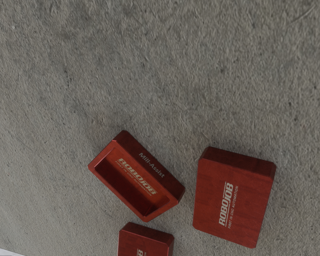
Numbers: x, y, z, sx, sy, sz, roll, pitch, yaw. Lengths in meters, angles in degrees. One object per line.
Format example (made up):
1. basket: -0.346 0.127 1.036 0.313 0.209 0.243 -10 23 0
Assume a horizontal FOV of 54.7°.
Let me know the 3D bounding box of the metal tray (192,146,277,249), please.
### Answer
1. metal tray: 0.094 0.094 0.412 0.090 0.030 0.129 14 124 20

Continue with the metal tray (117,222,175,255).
1. metal tray: -0.028 0.238 0.538 0.090 0.030 0.129 11 105 19

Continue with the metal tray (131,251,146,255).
1. metal tray: -0.022 0.308 0.606 0.090 0.030 0.129 19 126 17

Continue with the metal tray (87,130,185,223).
1. metal tray: -0.037 0.076 0.470 0.130 0.030 0.090 45 129 -3
